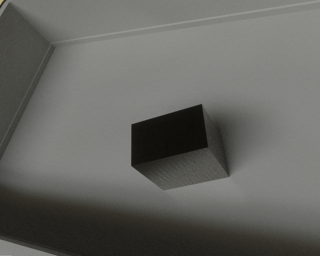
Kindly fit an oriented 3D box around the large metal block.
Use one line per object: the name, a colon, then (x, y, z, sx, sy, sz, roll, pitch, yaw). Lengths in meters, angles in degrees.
large metal block: (0.023, 0.026, 0.342, 0.080, 0.080, 0.050, -16, 56, 19)
